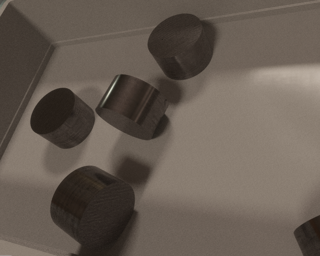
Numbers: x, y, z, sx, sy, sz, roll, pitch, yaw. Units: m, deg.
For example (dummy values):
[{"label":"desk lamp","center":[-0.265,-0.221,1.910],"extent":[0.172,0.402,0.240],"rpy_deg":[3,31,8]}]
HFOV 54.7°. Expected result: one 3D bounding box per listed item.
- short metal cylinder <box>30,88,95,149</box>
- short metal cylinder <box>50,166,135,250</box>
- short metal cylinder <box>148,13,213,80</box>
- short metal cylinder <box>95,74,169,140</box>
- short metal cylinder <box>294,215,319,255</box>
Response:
[{"label":"short metal cylinder","center":[-0.148,-0.015,0.474],"extent":[0.080,0.050,0.080],"rpy_deg":[-13,56,20]},{"label":"short metal cylinder","center":[-0.075,0.089,0.353],"extent":[0.050,0.080,0.080],"rpy_deg":[20,72,35]},{"label":"short metal cylinder","center":[0.029,-0.116,0.444],"extent":[0.080,0.050,0.080],"rpy_deg":[-13,56,20]},{"label":"short metal cylinder","center":[-0.036,-0.026,0.403],"extent":[0.080,0.080,0.050],"rpy_deg":[16,70,34]},{"label":"short metal cylinder","center":[0.152,0.093,0.234],"extent":[0.080,0.080,0.050],"rpy_deg":[-24,53,14]}]
